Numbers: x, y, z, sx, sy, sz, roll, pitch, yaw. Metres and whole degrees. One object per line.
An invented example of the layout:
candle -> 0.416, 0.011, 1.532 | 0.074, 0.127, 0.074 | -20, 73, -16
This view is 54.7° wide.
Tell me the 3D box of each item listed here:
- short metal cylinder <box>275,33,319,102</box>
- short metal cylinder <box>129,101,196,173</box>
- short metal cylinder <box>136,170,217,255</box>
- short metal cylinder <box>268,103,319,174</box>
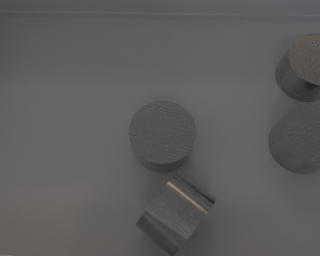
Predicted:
short metal cylinder -> 0.209, -0.082, 0.428 | 0.081, 0.050, 0.080 | 0, 70, 0
short metal cylinder -> 0.003, 0.012, 0.392 | 0.081, 0.050, 0.080 | 0, 70, 0
short metal cylinder -> 0.019, 0.094, 0.346 | 0.050, 0.080, 0.080 | 38, 74, 12
short metal cylinder -> 0.186, 0.014, 0.392 | 0.081, 0.050, 0.080 | 0, 70, 0
